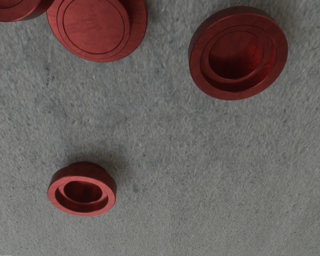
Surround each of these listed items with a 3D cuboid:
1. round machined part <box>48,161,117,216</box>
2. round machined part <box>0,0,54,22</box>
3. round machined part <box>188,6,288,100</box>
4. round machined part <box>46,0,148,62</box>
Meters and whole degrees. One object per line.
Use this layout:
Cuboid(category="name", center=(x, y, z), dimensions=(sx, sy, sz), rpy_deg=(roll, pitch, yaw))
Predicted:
Cuboid(category="round machined part", center=(-0.114, 0.088, 0.470), dimensions=(0.099, 0.042, 0.097), rpy_deg=(-1, 130, 0))
Cuboid(category="round machined part", center=(-0.125, -0.141, 0.259), dimensions=(0.098, 0.042, 0.097), rpy_deg=(6, 114, 14))
Cuboid(category="round machined part", center=(0.079, -0.081, 0.329), dimensions=(0.099, 0.042, 0.097), rpy_deg=(-1, 130, 0))
Cuboid(category="round machined part", center=(-0.062, -0.108, 0.304), dimensions=(0.099, 0.042, 0.097), rpy_deg=(-1, 130, 0))
